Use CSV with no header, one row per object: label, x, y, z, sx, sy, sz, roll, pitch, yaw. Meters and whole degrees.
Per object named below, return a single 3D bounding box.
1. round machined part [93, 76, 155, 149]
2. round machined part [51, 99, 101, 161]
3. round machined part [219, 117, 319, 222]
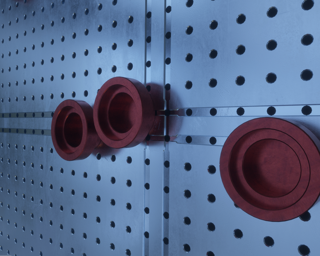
round machined part,-0.046,-0.021,0.434,0.098,0.042,0.097,0,90,39
round machined part,-0.131,0.003,0.504,0.098,0.042,0.097,0,90,39
round machined part,0.112,0.038,0.305,0.098,0.042,0.097,0,90,39
